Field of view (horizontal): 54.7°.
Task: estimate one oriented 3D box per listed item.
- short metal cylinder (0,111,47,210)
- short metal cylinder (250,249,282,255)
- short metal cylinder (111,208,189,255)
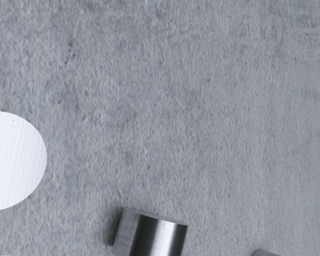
[{"bbox_3d":[-0.147,0.026,0.266,0.081,0.050,0.079,0,90,-40],"label":"short metal cylinder"},{"bbox_3d":[0.197,0.266,0.558,0.081,0.050,0.079,0,90,-40],"label":"short metal cylinder"},{"bbox_3d":[-0.011,0.128,0.362,0.080,0.080,0.050,25,75,-38],"label":"short metal cylinder"}]
